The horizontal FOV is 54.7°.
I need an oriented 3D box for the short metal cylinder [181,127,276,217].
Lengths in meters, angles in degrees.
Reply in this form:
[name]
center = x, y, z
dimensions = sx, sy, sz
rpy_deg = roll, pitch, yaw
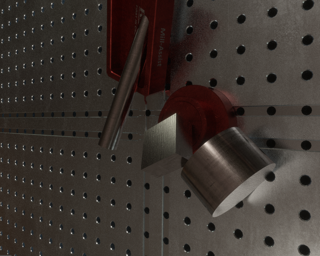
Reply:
[short metal cylinder]
center = 0.069, 0.045, 0.315
dimensions = 0.050, 0.081, 0.080
rpy_deg = 50, 119, 27

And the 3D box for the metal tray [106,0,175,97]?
[metal tray]
center = -0.030, -0.117, 0.401
dimensions = 0.090, 0.030, 0.129
rpy_deg = 31, 129, 35

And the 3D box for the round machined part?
[round machined part]
center = 0.036, -0.003, 0.367
dimensions = 0.098, 0.042, 0.097
rpy_deg = 0, 90, 39

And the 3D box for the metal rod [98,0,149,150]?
[metal rod]
center = -0.020, -0.116, 0.394
dimensions = 0.025, 0.025, 0.298
rpy_deg = 22, 95, 37

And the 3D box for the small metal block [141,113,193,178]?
[small metal block]
center = 0.007, 0.020, 0.333
dimensions = 0.050, 0.025, 0.050
rpy_deg = -30, 42, 36
